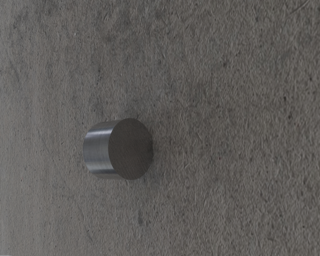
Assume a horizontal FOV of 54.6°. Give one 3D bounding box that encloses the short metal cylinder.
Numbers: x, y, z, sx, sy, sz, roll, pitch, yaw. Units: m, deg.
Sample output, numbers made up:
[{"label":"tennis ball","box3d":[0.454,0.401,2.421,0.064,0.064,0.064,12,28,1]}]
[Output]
[{"label":"short metal cylinder","box3d":[-0.055,0.029,0.416,0.050,0.081,0.080,-7,86,40]}]
